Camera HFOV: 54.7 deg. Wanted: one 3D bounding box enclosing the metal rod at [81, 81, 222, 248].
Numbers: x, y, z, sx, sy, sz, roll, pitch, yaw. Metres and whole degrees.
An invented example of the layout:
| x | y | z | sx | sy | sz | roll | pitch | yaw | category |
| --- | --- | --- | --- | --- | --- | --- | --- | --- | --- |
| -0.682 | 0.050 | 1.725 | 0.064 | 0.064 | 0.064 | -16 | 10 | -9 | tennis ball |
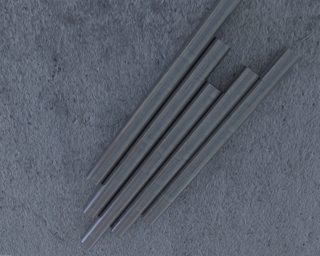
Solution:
| x | y | z | sx | sy | sz | roll | pitch | yaw | category |
| --- | --- | --- | --- | --- | --- | --- | --- | --- | --- |
| -0.021 | 0.060 | 0.433 | 0.025 | 0.025 | 0.299 | 35 | 106 | -12 | metal rod |

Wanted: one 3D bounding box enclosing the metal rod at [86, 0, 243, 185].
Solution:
| x | y | z | sx | sy | sz | roll | pitch | yaw | category |
| --- | --- | --- | --- | --- | --- | --- | --- | --- | --- |
| -0.004 | -0.041 | 0.396 | 0.025 | 0.025 | 0.299 | 35 | 106 | -12 | metal rod |

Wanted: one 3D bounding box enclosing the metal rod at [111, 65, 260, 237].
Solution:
| x | y | z | sx | sy | sz | roll | pitch | yaw | category |
| --- | --- | --- | --- | --- | --- | --- | --- | --- | --- |
| 0.025 | 0.041 | 0.426 | 0.025 | 0.025 | 0.299 | 35 | 106 | -12 | metal rod |

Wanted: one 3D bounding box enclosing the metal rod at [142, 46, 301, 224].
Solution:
| x | y | z | sx | sy | sz | roll | pitch | yaw | category |
| --- | --- | --- | --- | --- | --- | --- | --- | --- | --- |
| 0.072 | 0.021 | 0.419 | 0.025 | 0.025 | 0.299 | 35 | 106 | -12 | metal rod |

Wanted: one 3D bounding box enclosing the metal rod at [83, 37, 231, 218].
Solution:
| x | y | z | sx | sy | sz | roll | pitch | yaw | category |
| --- | --- | --- | --- | --- | --- | --- | --- | --- | --- |
| -0.013 | 0.010 | 0.415 | 0.025 | 0.025 | 0.299 | 35 | 106 | -12 | metal rod |
